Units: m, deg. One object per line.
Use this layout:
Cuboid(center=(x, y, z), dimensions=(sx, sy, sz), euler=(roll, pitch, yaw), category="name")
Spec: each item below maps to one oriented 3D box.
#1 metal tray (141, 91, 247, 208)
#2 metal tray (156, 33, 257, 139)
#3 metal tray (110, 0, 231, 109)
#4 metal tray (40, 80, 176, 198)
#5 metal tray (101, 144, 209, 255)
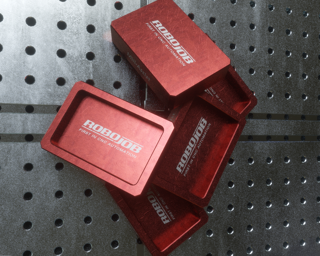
Cuboid(center=(0.044, 0.024, 0.396), dimensions=(0.090, 0.030, 0.130), euler=(30, 80, -18), category="metal tray")
Cuboid(center=(0.066, -0.054, 0.435), dimensions=(0.090, 0.030, 0.130), euler=(-45, 105, -15), category="metal tray")
Cuboid(center=(0.011, -0.096, 0.382), dimensions=(0.091, 0.030, 0.130), euler=(-32, 71, -18), category="metal tray")
Cuboid(center=(-0.058, 0.011, 0.357), dimensions=(0.130, 0.030, 0.090), euler=(25, 80, 12), category="metal tray")
Cuboid(center=(-0.005, 0.095, 0.409), dimensions=(0.090, 0.030, 0.130), euler=(-34, 102, -17), category="metal tray")
